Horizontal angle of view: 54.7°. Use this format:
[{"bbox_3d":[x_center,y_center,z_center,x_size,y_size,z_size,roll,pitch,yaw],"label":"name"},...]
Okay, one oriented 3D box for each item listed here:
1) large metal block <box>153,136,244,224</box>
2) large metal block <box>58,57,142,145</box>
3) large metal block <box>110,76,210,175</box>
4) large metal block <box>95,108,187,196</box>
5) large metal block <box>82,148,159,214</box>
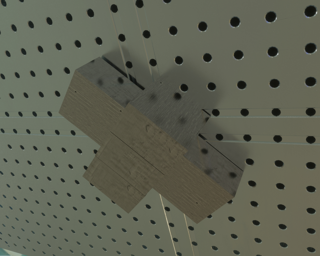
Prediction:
[{"bbox_3d":[0.048,0.068,0.411,0.080,0.050,0.080,39,130,1],"label":"large metal block"},{"bbox_3d":[-0.077,-0.032,0.410,0.080,0.050,0.080,38,130,2],"label":"large metal block"},{"bbox_3d":[0.003,-0.005,0.370,0.080,0.080,0.050,39,129,1],"label":"large metal block"},{"bbox_3d":[-0.021,0.025,0.402,0.080,0.080,0.050,39,129,1],"label":"large metal block"},{"bbox_3d":[-0.045,0.056,0.433,0.080,0.080,0.050,39,129,1],"label":"large metal block"}]
